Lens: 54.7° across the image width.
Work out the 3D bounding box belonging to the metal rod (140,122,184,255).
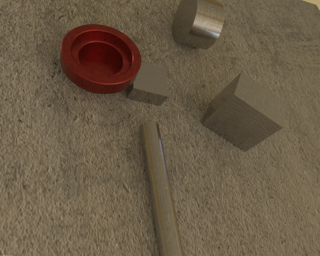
[{"bbox_3d":[0.011,0.129,0.332,0.025,0.025,0.299,4,60,-27],"label":"metal rod"}]

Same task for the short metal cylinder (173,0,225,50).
[{"bbox_3d":[0.062,-0.175,0.511,0.050,0.080,0.080,9,58,-24],"label":"short metal cylinder"}]

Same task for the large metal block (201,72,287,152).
[{"bbox_3d":[0.121,-0.020,0.448,0.080,0.080,0.050,32,51,-8],"label":"large metal block"}]

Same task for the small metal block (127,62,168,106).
[{"bbox_3d":[-0.018,-0.063,0.434,0.050,0.025,0.050,12,57,-23],"label":"small metal block"}]

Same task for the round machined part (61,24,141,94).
[{"bbox_3d":[-0.077,-0.083,0.399,0.099,0.042,0.098,10,57,-16],"label":"round machined part"}]
